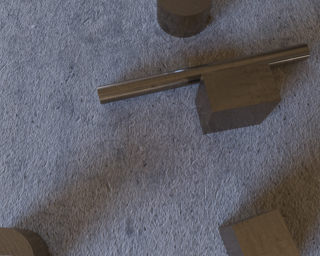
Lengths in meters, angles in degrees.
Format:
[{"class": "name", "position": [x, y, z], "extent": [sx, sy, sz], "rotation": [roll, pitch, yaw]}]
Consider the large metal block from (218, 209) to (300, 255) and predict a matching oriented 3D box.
[{"class": "large metal block", "position": [0.107, 0.137, 0.330], "extent": [0.050, 0.080, 0.080], "rotation": [-18, 71, -6]}]

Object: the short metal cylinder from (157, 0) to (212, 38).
[{"class": "short metal cylinder", "position": [0.035, -0.183, 0.462], "extent": [0.081, 0.050, 0.080], "rotation": [0, 70, 0]}]

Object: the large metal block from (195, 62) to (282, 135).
[{"class": "large metal block", "position": [0.093, -0.034, 0.392], "extent": [0.081, 0.080, 0.050], "rotation": [-10, 71, -4]}]

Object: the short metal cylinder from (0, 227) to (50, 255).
[{"class": "short metal cylinder", "position": [-0.169, 0.151, 0.338], "extent": [0.081, 0.050, 0.080], "rotation": [0, 70, 0]}]

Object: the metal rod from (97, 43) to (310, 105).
[{"class": "metal rod", "position": [0.064, -0.078, 0.436], "extent": [0.302, 0.025, 0.025], "rotation": [-13, 71, -5]}]
